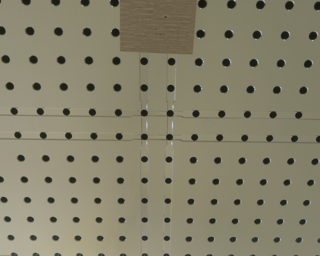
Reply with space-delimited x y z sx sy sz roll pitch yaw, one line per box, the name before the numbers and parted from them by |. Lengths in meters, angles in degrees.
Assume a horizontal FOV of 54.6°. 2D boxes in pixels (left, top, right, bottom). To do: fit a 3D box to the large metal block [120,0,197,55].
large metal block | -0.002 -0.129 0.353 0.080 0.050 0.079 2 110 -1
